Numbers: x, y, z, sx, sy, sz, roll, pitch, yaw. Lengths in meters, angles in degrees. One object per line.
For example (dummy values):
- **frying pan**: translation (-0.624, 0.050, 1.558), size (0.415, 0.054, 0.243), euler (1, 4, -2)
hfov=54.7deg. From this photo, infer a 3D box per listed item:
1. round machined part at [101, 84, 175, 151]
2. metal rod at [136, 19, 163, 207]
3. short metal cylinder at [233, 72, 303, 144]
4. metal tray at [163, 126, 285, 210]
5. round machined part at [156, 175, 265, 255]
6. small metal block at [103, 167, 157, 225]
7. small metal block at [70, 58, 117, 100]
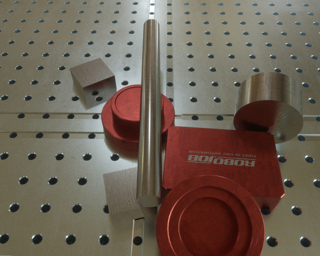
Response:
- **round machined part**: translation (-0.029, -0.021, 0.414), size (0.099, 0.042, 0.098), euler (0, 50, 0)
- **metal rod**: translation (-0.012, -0.045, 0.390), size (0.025, 0.025, 0.300), euler (0, 50, 0)
- **short metal cylinder**: translation (0.137, -0.024, 0.393), size (0.080, 0.080, 0.050), euler (11, 51, 9)
- **metal tray**: translation (0.071, 0.044, 0.367), size (0.131, 0.030, 0.090), euler (4, 50, 3)
- **round machined part**: translation (0.046, 0.096, 0.300), size (0.099, 0.042, 0.098), euler (0, 77, 2)
- **small metal block**: translation (-0.034, 0.073, 0.346), size (0.050, 0.025, 0.050), euler (-11, 51, -10)
- **small metal block**: translation (-0.101, -0.076, 0.470), size (0.050, 0.025, 0.050), euler (-26, 55, -20)
